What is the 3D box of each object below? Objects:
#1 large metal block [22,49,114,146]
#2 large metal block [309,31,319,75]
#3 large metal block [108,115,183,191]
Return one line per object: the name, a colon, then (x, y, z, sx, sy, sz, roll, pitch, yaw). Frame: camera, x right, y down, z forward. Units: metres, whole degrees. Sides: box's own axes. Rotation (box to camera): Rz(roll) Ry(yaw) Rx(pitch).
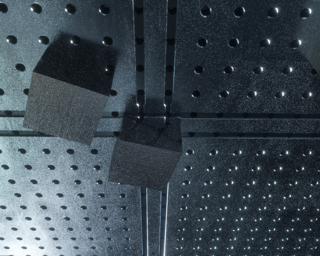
large metal block: (-0.107, -0.034, 0.365, 0.081, 0.050, 0.079, 18, 128, -15)
large metal block: (0.216, -0.092, 0.320, 0.081, 0.050, 0.079, 0, 130, -1)
large metal block: (-0.021, 0.036, 0.426, 0.081, 0.050, 0.079, 13, 129, -11)
